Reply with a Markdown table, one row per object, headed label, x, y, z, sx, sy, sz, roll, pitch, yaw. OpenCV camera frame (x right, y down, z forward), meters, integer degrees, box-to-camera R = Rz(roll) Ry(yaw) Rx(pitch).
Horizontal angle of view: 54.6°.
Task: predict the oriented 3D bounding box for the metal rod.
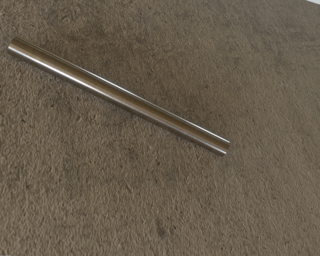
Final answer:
| label | x | y | z | sx | sy | sz | roll | pitch | yaw |
| --- | --- | --- | --- | --- | --- | --- | --- | --- | --- |
| metal rod | -0.042 | -0.035 | 0.401 | 0.301 | 0.025 | 0.025 | 26 | 53 | -12 |
